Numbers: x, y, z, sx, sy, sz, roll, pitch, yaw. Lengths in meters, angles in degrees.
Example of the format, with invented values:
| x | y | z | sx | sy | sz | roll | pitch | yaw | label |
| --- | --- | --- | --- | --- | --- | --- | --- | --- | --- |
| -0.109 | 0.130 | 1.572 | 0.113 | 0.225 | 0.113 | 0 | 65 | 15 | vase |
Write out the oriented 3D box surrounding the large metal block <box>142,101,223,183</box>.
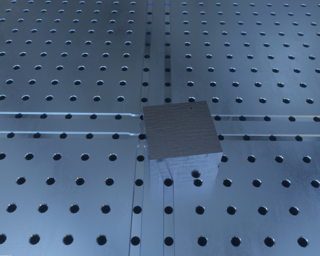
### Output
| x | y | z | sx | sy | sz | roll | pitch | yaw | label |
| --- | --- | --- | --- | --- | --- | --- | --- | --- | --- |
| 0.024 | 0.016 | 0.378 | 0.081 | 0.050 | 0.080 | -6 | 50 | -5 | large metal block |
